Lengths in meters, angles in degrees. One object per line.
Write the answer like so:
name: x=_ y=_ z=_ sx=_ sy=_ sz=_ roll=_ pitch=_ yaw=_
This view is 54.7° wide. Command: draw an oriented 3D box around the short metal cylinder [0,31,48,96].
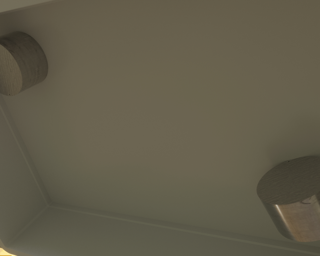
short metal cylinder: x=-0.210 y=-0.092 z=0.444 sx=0.080 sy=0.050 sz=0.079 roll=13 pitch=124 yaw=20

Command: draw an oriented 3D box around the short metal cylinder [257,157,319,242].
short metal cylinder: x=0.155 y=0.075 z=0.338 sx=0.080 sy=0.080 sz=0.050 roll=-22 pitch=107 yaw=36

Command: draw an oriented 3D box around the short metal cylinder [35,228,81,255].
short metal cylinder: x=-0.210 y=0.256 z=0.642 sx=0.080 sy=0.080 sz=0.050 roll=10 pitch=123 yaw=22
